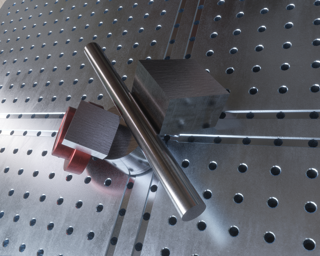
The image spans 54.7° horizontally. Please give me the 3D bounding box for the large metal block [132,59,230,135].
[{"bbox_3d":[0.021,-0.041,0.373,0.081,0.050,0.080,-8,44,-30],"label":"large metal block"}]

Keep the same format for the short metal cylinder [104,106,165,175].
[{"bbox_3d":[-0.040,0.014,0.399,0.080,0.050,0.080,-13,56,21],"label":"short metal cylinder"}]

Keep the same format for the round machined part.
[{"bbox_3d":[-0.113,0.010,0.413,0.097,0.042,0.098,-52,27,40],"label":"round machined part"}]

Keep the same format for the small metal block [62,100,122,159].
[{"bbox_3d":[-0.079,0.003,0.360,0.025,0.050,0.050,-34,35,61],"label":"small metal block"}]

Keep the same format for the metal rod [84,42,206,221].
[{"bbox_3d":[-0.035,-0.021,0.370,0.025,0.025,0.300,-37,51,3],"label":"metal rod"}]
